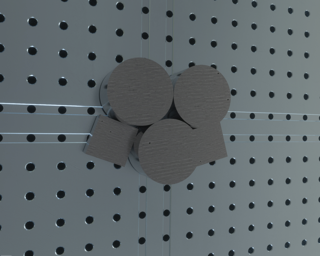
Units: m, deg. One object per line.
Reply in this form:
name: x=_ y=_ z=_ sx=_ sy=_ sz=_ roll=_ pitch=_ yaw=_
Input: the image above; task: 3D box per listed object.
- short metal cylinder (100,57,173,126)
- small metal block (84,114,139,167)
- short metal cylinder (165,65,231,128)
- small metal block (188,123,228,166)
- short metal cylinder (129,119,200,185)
short metal cylinder: x=-0.030 y=-0.043 z=0.384 sx=0.081 sy=0.050 sz=0.079 roll=0 pitch=90 yaw=-20
small metal block: x=-0.061 y=0.016 z=0.386 sx=0.050 sy=0.025 sz=0.050 roll=22 pitch=83 yaw=-19
short metal cylinder: x=0.046 y=-0.040 z=0.412 sx=0.081 sy=0.050 sz=0.079 roll=0 pitch=90 yaw=-20
small metal block: x=0.061 y=0.022 z=0.432 sx=0.050 sy=0.025 sz=0.050 roll=-15 pitch=95 yaw=-20
short metal cylinder: x=0.004 y=0.028 z=0.397 sx=0.081 sy=0.050 sz=0.079 roll=0 pitch=90 yaw=-20
